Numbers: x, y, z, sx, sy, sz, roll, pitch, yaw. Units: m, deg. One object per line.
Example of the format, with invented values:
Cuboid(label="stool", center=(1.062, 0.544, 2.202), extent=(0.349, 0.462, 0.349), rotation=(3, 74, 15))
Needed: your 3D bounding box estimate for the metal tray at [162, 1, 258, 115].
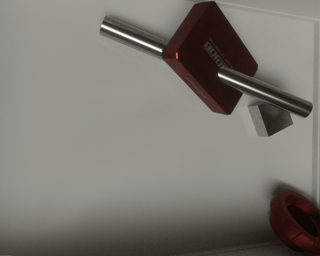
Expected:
Cuboid(label="metal tray", center=(0.072, -0.089, 0.413), extent=(0.130, 0.030, 0.090), rotation=(40, 76, -36))

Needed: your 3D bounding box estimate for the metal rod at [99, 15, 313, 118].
Cuboid(label="metal rod", center=(0.068, -0.077, 0.412), extent=(0.302, 0.025, 0.025), rotation=(20, 83, -10))

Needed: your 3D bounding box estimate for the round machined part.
Cuboid(label="round machined part", center=(0.204, 0.143, 0.460), extent=(0.099, 0.098, 0.042), rotation=(22, 122, -19))

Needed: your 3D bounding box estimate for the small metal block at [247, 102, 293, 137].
Cuboid(label="small metal block", center=(0.170, -0.019, 0.475), extent=(0.050, 0.025, 0.050), rotation=(-24, 98, -19))
